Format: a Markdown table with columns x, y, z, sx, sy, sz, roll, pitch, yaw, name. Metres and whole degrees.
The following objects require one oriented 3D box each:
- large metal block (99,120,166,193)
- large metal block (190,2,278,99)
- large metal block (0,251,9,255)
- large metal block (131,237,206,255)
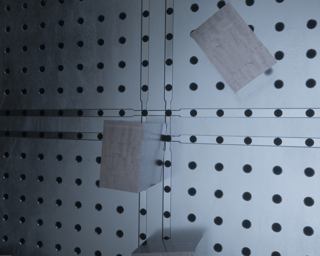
| x | y | z | sx | sy | sz | roll | pitch | yaw | name |
| --- | --- | --- | --- | --- | --- | --- | --- | --- | --- |
| -0.032 | 0.032 | 0.394 | 0.050 | 0.080 | 0.079 | 5 | 92 | 19 | large metal block |
| 0.087 | -0.082 | 0.353 | 0.050 | 0.080 | 0.080 | -37 | 79 | 16 | large metal block |
| -0.254 | 0.252 | 0.487 | 0.080 | 0.050 | 0.079 | 14 | 95 | 19 | large metal block |
| 0.016 | 0.189 | 0.393 | 0.080 | 0.050 | 0.080 | -10 | 87 | 19 | large metal block |
